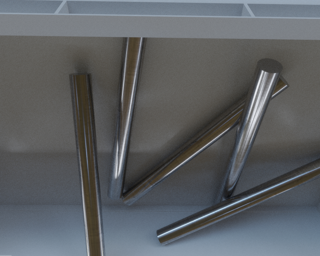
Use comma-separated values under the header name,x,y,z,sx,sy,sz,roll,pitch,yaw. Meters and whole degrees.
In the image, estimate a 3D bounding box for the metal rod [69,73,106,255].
name,x,y,z,sx,sy,sz,roll,pitch,yaw
metal rod,-0.089,0.081,0.398,0.025,0.025,0.298,-1,106,0

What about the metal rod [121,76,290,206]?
name,x,y,z,sx,sy,sz,roll,pitch,yaw
metal rod,0.045,0.029,0.433,0.025,0.025,0.299,33,123,-25

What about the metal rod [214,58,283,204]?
name,x,y,z,sx,sy,sz,roll,pitch,yaw
metal rod,0.106,0.038,0.419,0.025,0.025,0.298,1,137,-1

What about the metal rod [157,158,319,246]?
name,x,y,z,sx,sy,sz,roll,pitch,yaw
metal rod,0.135,0.106,0.465,0.301,0.025,0.025,-26,126,7

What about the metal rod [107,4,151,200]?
name,x,y,z,sx,sy,sz,roll,pitch,yaw
metal rod,-0.047,-0.006,0.402,0.025,0.025,0.298,7,130,-7
